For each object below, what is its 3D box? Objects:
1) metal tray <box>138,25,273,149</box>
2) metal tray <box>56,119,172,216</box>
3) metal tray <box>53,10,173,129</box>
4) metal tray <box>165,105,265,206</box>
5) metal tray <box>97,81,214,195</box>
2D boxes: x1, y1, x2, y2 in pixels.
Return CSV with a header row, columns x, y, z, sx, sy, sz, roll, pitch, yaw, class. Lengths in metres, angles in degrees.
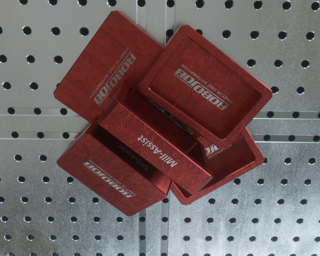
x,y,z,sx,sy,sz,roll,pitch,yaw,class
0.051,-0.046,0.362,0.130,0.030,0.090,34,106,-12,metal tray
-0.061,0.058,0.411,0.130,0.030,0.090,40,130,-14,metal tray
-0.057,-0.066,0.385,0.090,0.030,0.130,37,106,-13,metal tray
0.063,0.038,0.424,0.130,0.030,0.090,-32,107,10,metal tray
-0.003,0.008,0.349,0.130,0.090,0.030,39,105,-14,metal tray
